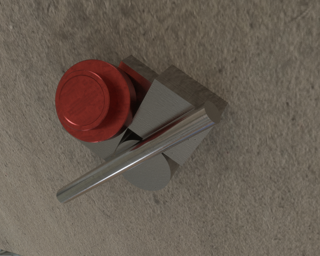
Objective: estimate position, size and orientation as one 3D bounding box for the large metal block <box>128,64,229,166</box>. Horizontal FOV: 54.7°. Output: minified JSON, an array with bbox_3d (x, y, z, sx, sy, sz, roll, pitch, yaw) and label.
[{"bbox_3d":[0.021,-0.015,0.371,0.080,0.050,0.079,36,129,4],"label":"large metal block"}]

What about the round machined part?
[{"bbox_3d":[-0.081,-0.031,0.362,0.098,0.042,0.097,1,93,17],"label":"round machined part"}]

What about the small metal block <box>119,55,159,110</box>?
[{"bbox_3d":[-0.031,-0.054,0.389,0.050,0.025,0.050,37,129,3],"label":"small metal block"}]

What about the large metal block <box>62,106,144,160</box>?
[{"bbox_3d":[-0.076,-0.014,0.421,0.080,0.050,0.079,36,129,3],"label":"large metal block"}]

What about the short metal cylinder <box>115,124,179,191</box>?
[{"bbox_3d":[-0.013,0.038,0.420,0.080,0.050,0.079,13,124,20],"label":"short metal cylinder"}]

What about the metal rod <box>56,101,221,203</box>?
[{"bbox_3d":[-0.050,0.045,0.396,0.299,0.025,0.025,-31,101,38],"label":"metal rod"}]
